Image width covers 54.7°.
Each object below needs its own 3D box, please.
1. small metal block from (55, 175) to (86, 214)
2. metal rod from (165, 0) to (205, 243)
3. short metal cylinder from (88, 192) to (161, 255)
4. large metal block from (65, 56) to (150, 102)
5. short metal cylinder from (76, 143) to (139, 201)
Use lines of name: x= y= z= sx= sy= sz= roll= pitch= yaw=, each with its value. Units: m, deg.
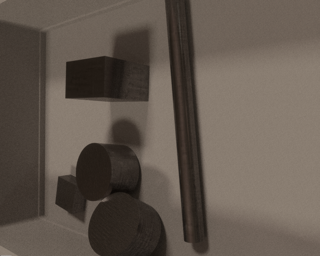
small metal block: x=-0.151 y=0.112 z=0.529 sx=0.050 sy=0.025 sz=0.050 roll=14 pitch=99 yaw=38
metal rod: x=0.030 y=-0.015 z=0.380 sx=0.025 sy=0.025 sz=0.298 roll=-7 pitch=85 yaw=39
short metal cylinder: x=-0.046 y=0.131 z=0.406 sx=0.080 sy=0.050 sz=0.080 roll=-18 pitch=52 yaw=26
large metal block: x=-0.072 y=-0.064 z=0.428 sx=0.080 sy=0.081 sz=0.050 roll=3 pitch=92 yaw=39
short metal cylinder: x=-0.076 y=0.063 z=0.446 sx=0.080 sy=0.050 sz=0.080 roll=-7 pitch=80 yaw=41
